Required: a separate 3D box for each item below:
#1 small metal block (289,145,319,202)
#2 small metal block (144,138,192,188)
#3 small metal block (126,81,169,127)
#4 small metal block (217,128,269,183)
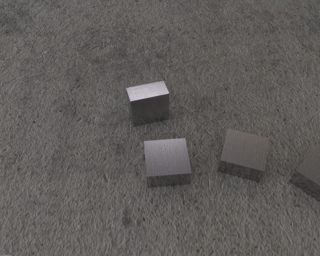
[{"bbox_3d":[0.188,0.055,0.358,0.050,0.025,0.050,37,59,26],"label":"small metal block"},{"bbox_3d":[0.008,0.041,0.369,0.050,0.025,0.050,-4,50,-4],"label":"small metal block"},{"bbox_3d":[-0.016,-0.032,0.413,0.050,0.050,0.025,-13,51,-11],"label":"small metal block"},{"bbox_3d":[0.101,0.033,0.376,0.050,0.025,0.050,14,51,11],"label":"small metal block"}]
